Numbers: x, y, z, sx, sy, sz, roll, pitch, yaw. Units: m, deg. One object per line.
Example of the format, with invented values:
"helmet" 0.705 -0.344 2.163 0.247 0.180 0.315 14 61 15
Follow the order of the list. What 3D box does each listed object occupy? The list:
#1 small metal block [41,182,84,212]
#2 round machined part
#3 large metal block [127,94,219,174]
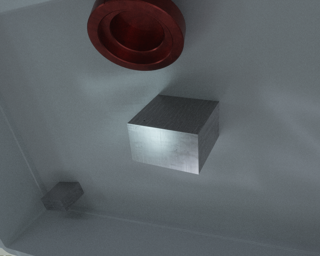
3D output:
"small metal block" -0.175 0.122 0.558 0.050 0.050 0.025 -5 116 30
"round machined part" -0.022 -0.107 0.323 0.099 0.042 0.098 7 152 4
"large metal block" 0.019 0.003 0.364 0.080 0.080 0.050 9 122 23
